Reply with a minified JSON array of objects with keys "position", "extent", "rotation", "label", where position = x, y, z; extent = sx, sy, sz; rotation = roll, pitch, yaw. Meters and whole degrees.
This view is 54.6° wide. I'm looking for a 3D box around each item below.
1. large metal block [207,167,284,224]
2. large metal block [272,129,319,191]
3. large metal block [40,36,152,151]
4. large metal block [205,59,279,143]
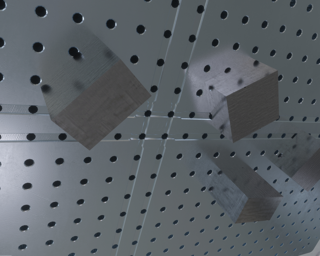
[{"position":[0.141,0.110,0.519],"extent":[0.081,0.080,0.050],"rotation":[6,115,-31],"label":"large metal block"},{"position":[0.271,0.062,0.580],"extent":[0.080,0.050,0.080],"rotation":[34,99,-39],"label":"large metal block"},{"position":[-0.068,-0.038,0.315],"extent":[0.080,0.080,0.050],"rotation":[-42,129,0],"label":"large metal block"},{"position":[0.116,-0.038,0.434],"extent":[0.080,0.050,0.080],"rotation":[-27,128,-12],"label":"large metal block"}]
